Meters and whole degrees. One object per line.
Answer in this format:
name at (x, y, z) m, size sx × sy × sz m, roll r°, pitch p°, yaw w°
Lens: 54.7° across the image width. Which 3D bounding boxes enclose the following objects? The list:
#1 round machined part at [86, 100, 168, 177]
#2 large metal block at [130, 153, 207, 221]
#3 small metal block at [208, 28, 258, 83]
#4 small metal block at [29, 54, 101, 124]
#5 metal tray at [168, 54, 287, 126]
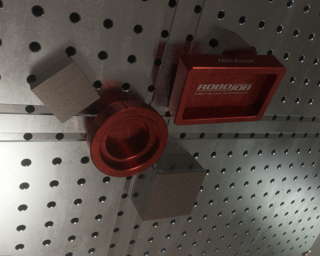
round machined part at (-0.043, 0.009, 0.384) m, size 0.099 × 0.042 × 0.097 m, roll -14°, pitch 125°, yaw -21°
large metal block at (0.011, 0.084, 0.455) m, size 0.081 × 0.050 × 0.079 m, roll 2°, pitch 118°, yaw -30°
small metal block at (0.092, -0.093, 0.406) m, size 0.050 × 0.025 × 0.050 m, roll 25°, pitch 104°, yaw -37°
small metal block at (-0.101, -0.041, 0.331) m, size 0.050 × 0.025 × 0.050 m, roll -36°, pitch 130°, yaw -5°
metal tray at (0.083, -0.048, 0.398) m, size 0.131 × 0.030 × 0.089 m, roll -3°, pitch 135°, yaw -17°
